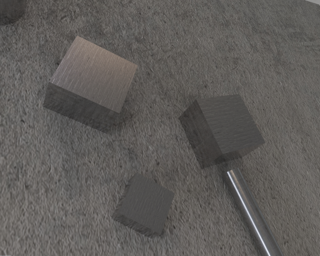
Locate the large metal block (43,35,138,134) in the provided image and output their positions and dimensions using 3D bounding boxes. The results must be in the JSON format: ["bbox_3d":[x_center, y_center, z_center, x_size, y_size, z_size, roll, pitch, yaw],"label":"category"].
[{"bbox_3d":[-0.082,-0.052,0.375,0.080,0.050,0.080,25,53,-13],"label":"large metal block"}]

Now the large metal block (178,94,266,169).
[{"bbox_3d":[0.085,0.003,0.432,0.081,0.050,0.080,-10,67,-32],"label":"large metal block"}]

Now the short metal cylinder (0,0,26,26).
[{"bbox_3d":[-0.209,-0.175,0.382,0.081,0.050,0.080,14,56,-21],"label":"short metal cylinder"}]

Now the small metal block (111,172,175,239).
[{"bbox_3d":[-0.018,0.086,0.342,0.050,0.025,0.050,30,52,-9],"label":"small metal block"}]

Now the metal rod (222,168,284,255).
[{"bbox_3d":[0.153,0.188,0.370,0.025,0.025,0.299,-11,68,-33],"label":"metal rod"}]
